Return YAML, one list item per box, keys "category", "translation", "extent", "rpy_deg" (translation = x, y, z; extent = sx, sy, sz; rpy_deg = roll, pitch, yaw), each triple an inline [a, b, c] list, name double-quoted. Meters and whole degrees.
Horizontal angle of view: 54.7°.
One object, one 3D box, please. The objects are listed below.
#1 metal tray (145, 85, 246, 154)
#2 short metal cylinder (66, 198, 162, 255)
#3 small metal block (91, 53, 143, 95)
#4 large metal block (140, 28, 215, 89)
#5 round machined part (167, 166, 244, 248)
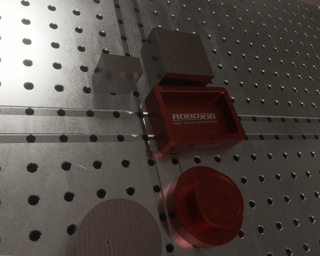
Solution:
- category: "metal tray"
  translation: [0.052, -0.015, 0.443]
  extent: [0.131, 0.030, 0.090]
  rpy_deg: [-3, 63, -30]
- category: "short metal cylinder"
  translation: [-0.045, 0.114, 0.299]
  extent: [0.081, 0.050, 0.080]
  rpy_deg: [14, 56, -21]
- category: "small metal block"
  translation: [-0.057, -0.069, 0.405]
  extent: [0.050, 0.050, 0.025]
  rpy_deg: [0, 62, -29]
- category: "large metal block"
  translation: [0.024, -0.098, 0.467]
  extent: [0.081, 0.050, 0.080]
  rpy_deg: [-1, 62, -29]
- category: "round machined part"
  translation: [0.062, 0.091, 0.376]
  extent: [0.099, 0.042, 0.098]
  rpy_deg: [14, 56, -21]
